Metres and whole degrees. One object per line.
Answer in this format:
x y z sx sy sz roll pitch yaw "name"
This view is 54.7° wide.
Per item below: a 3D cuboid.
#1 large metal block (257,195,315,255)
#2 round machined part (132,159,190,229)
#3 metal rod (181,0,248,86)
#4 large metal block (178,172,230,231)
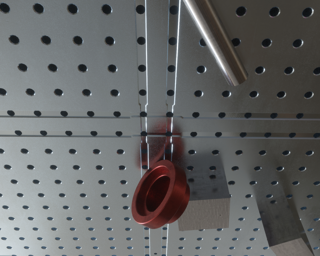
0.214 0.175 0.527 0.050 0.080 0.080 -27 125 21 "large metal block"
0.005 0.098 0.448 0.042 0.098 0.098 34 122 -25 "round machined part"
0.012 -0.154 0.279 0.025 0.025 0.300 -25 126 20 "metal rod"
0.067 0.119 0.497 0.080 0.050 0.080 -5 130 4 "large metal block"
